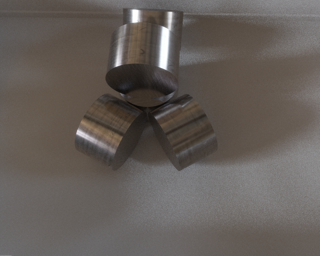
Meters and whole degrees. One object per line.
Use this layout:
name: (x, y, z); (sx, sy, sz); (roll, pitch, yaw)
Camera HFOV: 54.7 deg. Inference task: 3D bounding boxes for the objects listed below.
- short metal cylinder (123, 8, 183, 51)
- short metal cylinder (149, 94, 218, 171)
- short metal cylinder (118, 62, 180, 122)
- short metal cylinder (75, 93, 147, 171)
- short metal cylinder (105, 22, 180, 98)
short metal cylinder: (-0.010, -0.134, 0.421); (0.080, 0.080, 0.050); (4, 113, 1)
short metal cylinder: (0.027, 0.005, 0.377); (0.050, 0.080, 0.080); (-27, 73, -9)
short metal cylinder: (-0.015, -0.055, 0.413); (0.081, 0.050, 0.080); (0, 70, 0)
short metal cylinder: (-0.058, 0.005, 0.376); (0.050, 0.080, 0.080); (28, 72, 10)
short metal cylinder: (-0.018, -0.074, 0.352); (0.080, 0.080, 0.050); (3, 70, 1)
